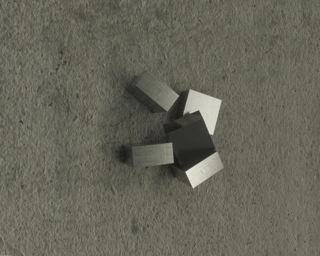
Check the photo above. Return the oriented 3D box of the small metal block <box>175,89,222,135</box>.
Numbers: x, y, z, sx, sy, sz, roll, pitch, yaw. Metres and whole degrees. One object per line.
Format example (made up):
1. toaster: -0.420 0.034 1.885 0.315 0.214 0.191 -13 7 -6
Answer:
1. small metal block: 0.052 -0.021 0.428 0.050 0.025 0.050 16 85 -19

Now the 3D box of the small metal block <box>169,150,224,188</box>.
1. small metal block: 0.047 0.049 0.412 0.050 0.050 0.025 -30 107 -18

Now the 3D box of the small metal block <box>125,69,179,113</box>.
1. small metal block: -0.011 -0.045 0.391 0.050 0.050 0.025 39 78 -16

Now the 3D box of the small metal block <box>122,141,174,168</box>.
1. small metal block: -0.016 0.032 0.390 0.050 0.050 0.025 -5 92 -20

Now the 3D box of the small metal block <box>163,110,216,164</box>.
1. small metal block: 0.038 0.012 0.401 0.050 0.025 0.050 -23 117 6
